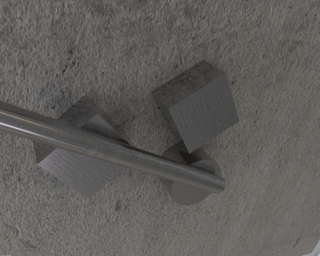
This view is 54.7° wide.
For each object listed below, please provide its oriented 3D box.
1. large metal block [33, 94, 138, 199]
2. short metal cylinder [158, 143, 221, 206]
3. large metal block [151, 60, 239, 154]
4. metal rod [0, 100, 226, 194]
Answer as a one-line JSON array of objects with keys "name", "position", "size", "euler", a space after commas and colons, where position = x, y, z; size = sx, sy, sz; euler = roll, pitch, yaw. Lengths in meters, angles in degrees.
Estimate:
[{"name": "large metal block", "position": [-0.084, 0.022, 0.359], "size": [0.080, 0.050, 0.080], "euler": [-41, 130, 0]}, {"name": "short metal cylinder", "position": [0.041, 0.066, 0.454], "size": [0.081, 0.050, 0.079], "euler": [-14, 124, -21]}, {"name": "large metal block", "position": [0.047, -0.027, 0.399], "size": [0.080, 0.050, 0.080], "euler": [-33, 129, -7]}, {"name": "metal rod", "position": [-0.029, 0.034, 0.347], "size": [0.302, 0.025, 0.025], "euler": [23, 106, -37]}]
